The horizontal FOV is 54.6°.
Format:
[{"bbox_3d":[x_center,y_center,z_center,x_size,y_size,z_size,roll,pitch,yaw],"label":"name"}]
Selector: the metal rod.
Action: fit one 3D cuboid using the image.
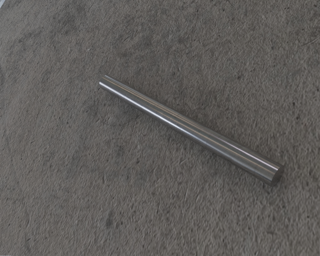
[{"bbox_3d":[0.016,-0.012,0.403,0.300,0.025,0.025,31,79,38],"label":"metal rod"}]
